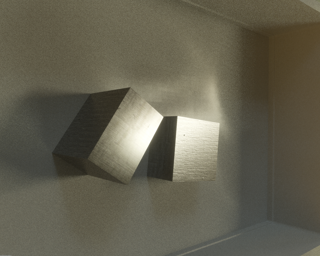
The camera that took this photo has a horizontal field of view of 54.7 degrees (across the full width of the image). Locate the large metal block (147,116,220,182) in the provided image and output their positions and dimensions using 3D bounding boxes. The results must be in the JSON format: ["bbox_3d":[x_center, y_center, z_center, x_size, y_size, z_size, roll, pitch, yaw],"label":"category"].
[{"bbox_3d":[0.033,0.029,0.420,0.081,0.050,0.080,8,85,-40],"label":"large metal block"}]

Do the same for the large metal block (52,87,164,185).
[{"bbox_3d":[-0.055,0.007,0.326,0.050,0.080,0.080,42,65,-33],"label":"large metal block"}]
